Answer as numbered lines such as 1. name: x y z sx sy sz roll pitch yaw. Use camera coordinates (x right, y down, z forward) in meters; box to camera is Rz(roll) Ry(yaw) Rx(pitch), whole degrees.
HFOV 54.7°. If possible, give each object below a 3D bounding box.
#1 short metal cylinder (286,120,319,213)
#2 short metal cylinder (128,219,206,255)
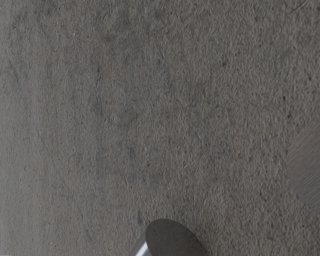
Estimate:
1. short metal cylinder: 0.156 0.031 0.260 0.080 0.050 0.080 0 90 40
2. short metal cylinder: 0.008 0.155 0.363 0.080 0.081 0.050 45 117 30
